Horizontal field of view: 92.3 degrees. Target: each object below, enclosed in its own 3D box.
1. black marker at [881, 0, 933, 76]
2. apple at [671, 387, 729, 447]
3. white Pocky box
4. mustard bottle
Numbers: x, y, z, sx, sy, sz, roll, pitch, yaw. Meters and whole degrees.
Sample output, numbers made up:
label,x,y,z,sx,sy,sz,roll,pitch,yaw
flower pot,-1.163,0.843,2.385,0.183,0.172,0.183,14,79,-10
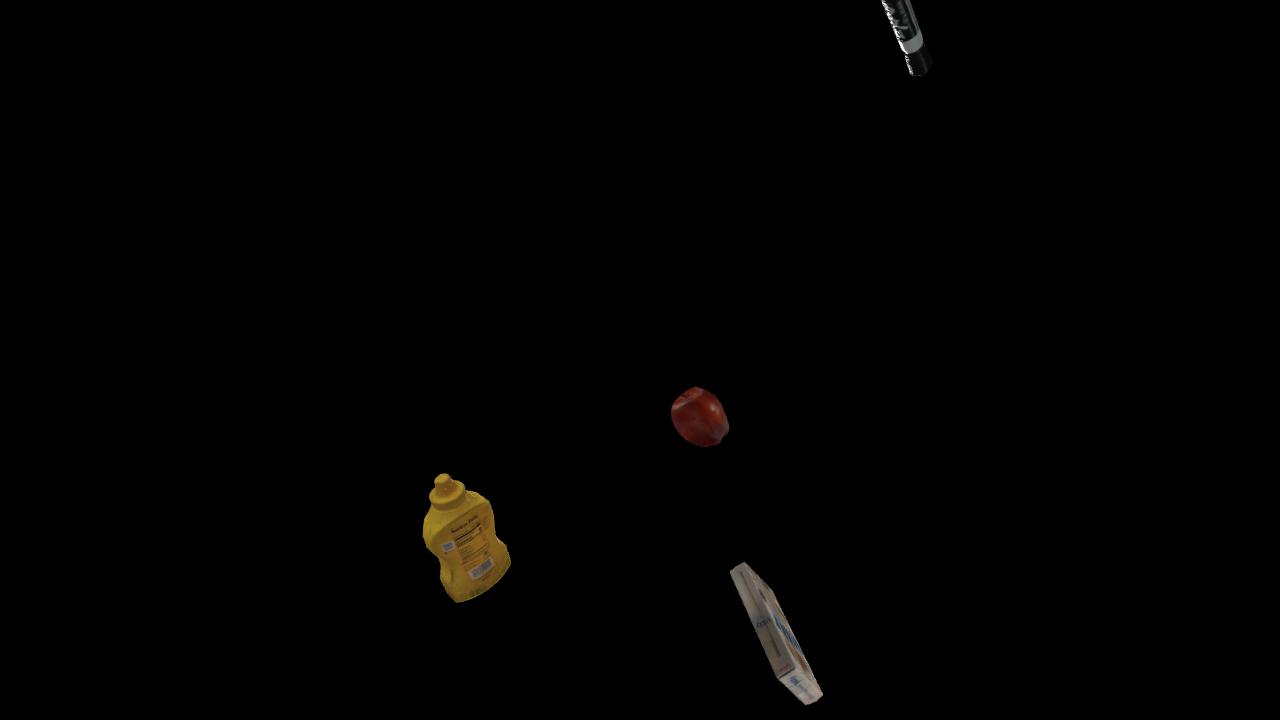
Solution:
label,x,y,z,sx,sy,sz,roll,pitch,yaw
black marker,0.202,-0.268,0.477,0.020,0.020,0.121,0,-25,41
apple,0.089,0.086,0.927,0.079,0.093,0.079,-35,10,7
white Pocky box,0.163,0.330,0.753,0.028,0.084,0.154,-35,32,7
mustard bottle,-0.225,0.217,0.779,0.092,0.184,0.054,-27,36,-28
